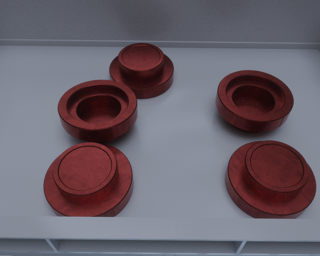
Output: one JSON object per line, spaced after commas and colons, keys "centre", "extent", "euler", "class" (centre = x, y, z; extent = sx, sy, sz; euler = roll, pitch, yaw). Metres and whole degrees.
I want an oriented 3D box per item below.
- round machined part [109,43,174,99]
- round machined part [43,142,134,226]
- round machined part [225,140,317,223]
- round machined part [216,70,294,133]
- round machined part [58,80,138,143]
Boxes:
{"centre": [-0.028, -0.093, 0.472], "extent": [0.099, 0.042, 0.098], "euler": [0, 50, 0], "class": "round machined part"}
{"centre": [-0.080, 0.055, 0.347], "extent": [0.099, 0.042, 0.098], "euler": [0, 50, 0], "class": "round machined part"}
{"centre": [0.127, 0.053, 0.351], "extent": [0.099, 0.042, 0.098], "euler": [0, 50, 0], "class": "round machined part"}
{"centre": [0.125, -0.032, 0.422], "extent": [0.099, 0.042, 0.098], "euler": [0, 50, 0], "class": "round machined part"}
{"centre": [-0.078, -0.018, 0.404], "extent": [0.099, 0.042, 0.098], "euler": [1, 45, -1], "class": "round machined part"}
